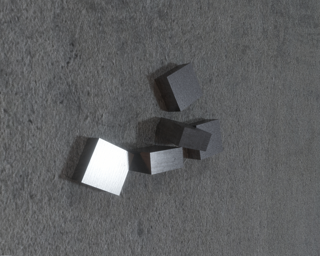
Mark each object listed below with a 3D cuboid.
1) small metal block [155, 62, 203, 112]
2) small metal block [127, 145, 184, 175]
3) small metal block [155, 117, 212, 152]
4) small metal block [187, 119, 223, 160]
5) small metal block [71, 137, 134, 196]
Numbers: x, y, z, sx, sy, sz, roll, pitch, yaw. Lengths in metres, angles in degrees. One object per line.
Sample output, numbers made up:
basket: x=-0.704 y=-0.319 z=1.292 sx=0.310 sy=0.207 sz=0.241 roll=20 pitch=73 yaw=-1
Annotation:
small metal block: x=0.027 y=-0.056 z=0.427 sx=0.050 sy=0.025 sz=0.050 roll=-36 pitch=113 yaw=-34
small metal block: x=-0.007 y=0.038 z=0.382 sx=0.050 sy=0.050 sz=0.025 roll=-6 pitch=94 yaw=-40
small metal block: x=0.031 y=0.008 z=0.411 sx=0.050 sy=0.050 sz=0.025 roll=13 pitch=98 yaw=-39
small metal block: x=0.065 y=0.016 z=0.459 sx=0.050 sy=0.025 sz=0.050 roll=-15 pitch=100 yaw=-39
small metal block: x=-0.064 y=0.044 z=0.351 sx=0.050 sy=0.025 sz=0.050 roll=31 pitch=71 yaw=-36
